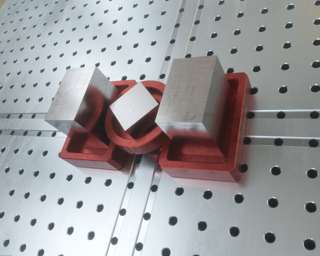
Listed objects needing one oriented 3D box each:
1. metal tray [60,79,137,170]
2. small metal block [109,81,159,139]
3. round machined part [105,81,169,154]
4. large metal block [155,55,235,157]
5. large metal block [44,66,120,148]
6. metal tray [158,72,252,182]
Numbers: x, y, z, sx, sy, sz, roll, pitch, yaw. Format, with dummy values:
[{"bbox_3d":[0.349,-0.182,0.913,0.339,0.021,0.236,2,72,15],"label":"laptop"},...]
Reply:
[{"bbox_3d":[-0.082,-0.007,0.452,0.090,0.030,0.130,1,62,28],"label":"metal tray"},{"bbox_3d":[-0.028,-0.022,0.384,0.050,0.025,0.050,-39,51,2],"label":"small metal block"},{"bbox_3d":[-0.018,-0.010,0.402,0.098,0.042,0.098,-13,56,21],"label":"round machined part"},{"bbox_3d":[0.044,-0.022,0.346,0.050,0.080,0.080,2,63,29],"label":"large metal block"},{"bbox_3d":[-0.097,-0.026,0.423,0.050,0.080,0.080,1,62,29],"label":"large metal block"},{"bbox_3d":[0.057,-0.004,0.377,0.090,0.030,0.130,0,61,28],"label":"metal tray"}]
